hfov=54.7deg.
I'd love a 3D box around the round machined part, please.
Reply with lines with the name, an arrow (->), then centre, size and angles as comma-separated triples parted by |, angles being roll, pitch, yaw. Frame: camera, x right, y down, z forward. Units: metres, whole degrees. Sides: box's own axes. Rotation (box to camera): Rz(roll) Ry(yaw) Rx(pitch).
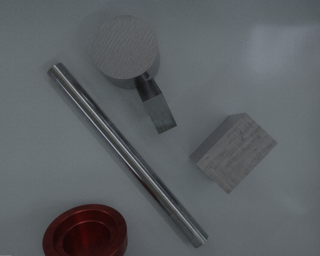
round machined part -> -0.089, 0.143, 0.381 | 0.099, 0.098, 0.042 | -1, 119, -1

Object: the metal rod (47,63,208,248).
metal rod -> -0.042, 0.036, 0.410 | 0.025, 0.025, 0.300 | -40, 91, 0

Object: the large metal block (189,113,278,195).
large metal block -> 0.086, 0.028, 0.385 | 0.050, 0.080, 0.080 | 44, 90, -1

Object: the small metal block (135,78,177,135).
small metal block -> -0.005, -0.028, 0.389 | 0.025, 0.050, 0.050 | -26, 123, 0

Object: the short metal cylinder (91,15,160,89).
short metal cylinder -> -0.041, -0.094, 0.393 | 0.080, 0.050, 0.080 | 0, 83, 3
